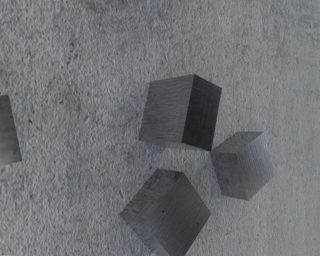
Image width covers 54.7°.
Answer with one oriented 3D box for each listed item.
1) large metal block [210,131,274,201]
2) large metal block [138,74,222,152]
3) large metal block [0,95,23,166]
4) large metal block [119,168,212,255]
[{"bbox_3d":[0.134,0.058,0.500,0.081,0.050,0.080,-29,108,-36],"label":"large metal block"},{"bbox_3d":[0.024,-0.017,0.389,0.050,0.080,0.080,19,78,-39],"label":"large metal block"},{"bbox_3d":[-0.162,0.008,0.233,0.081,0.080,0.050,-15,100,-39],"label":"large metal block"},{"bbox_3d":[0.009,0.110,0.396,0.080,0.050,0.080,-48,119,-29],"label":"large metal block"}]
